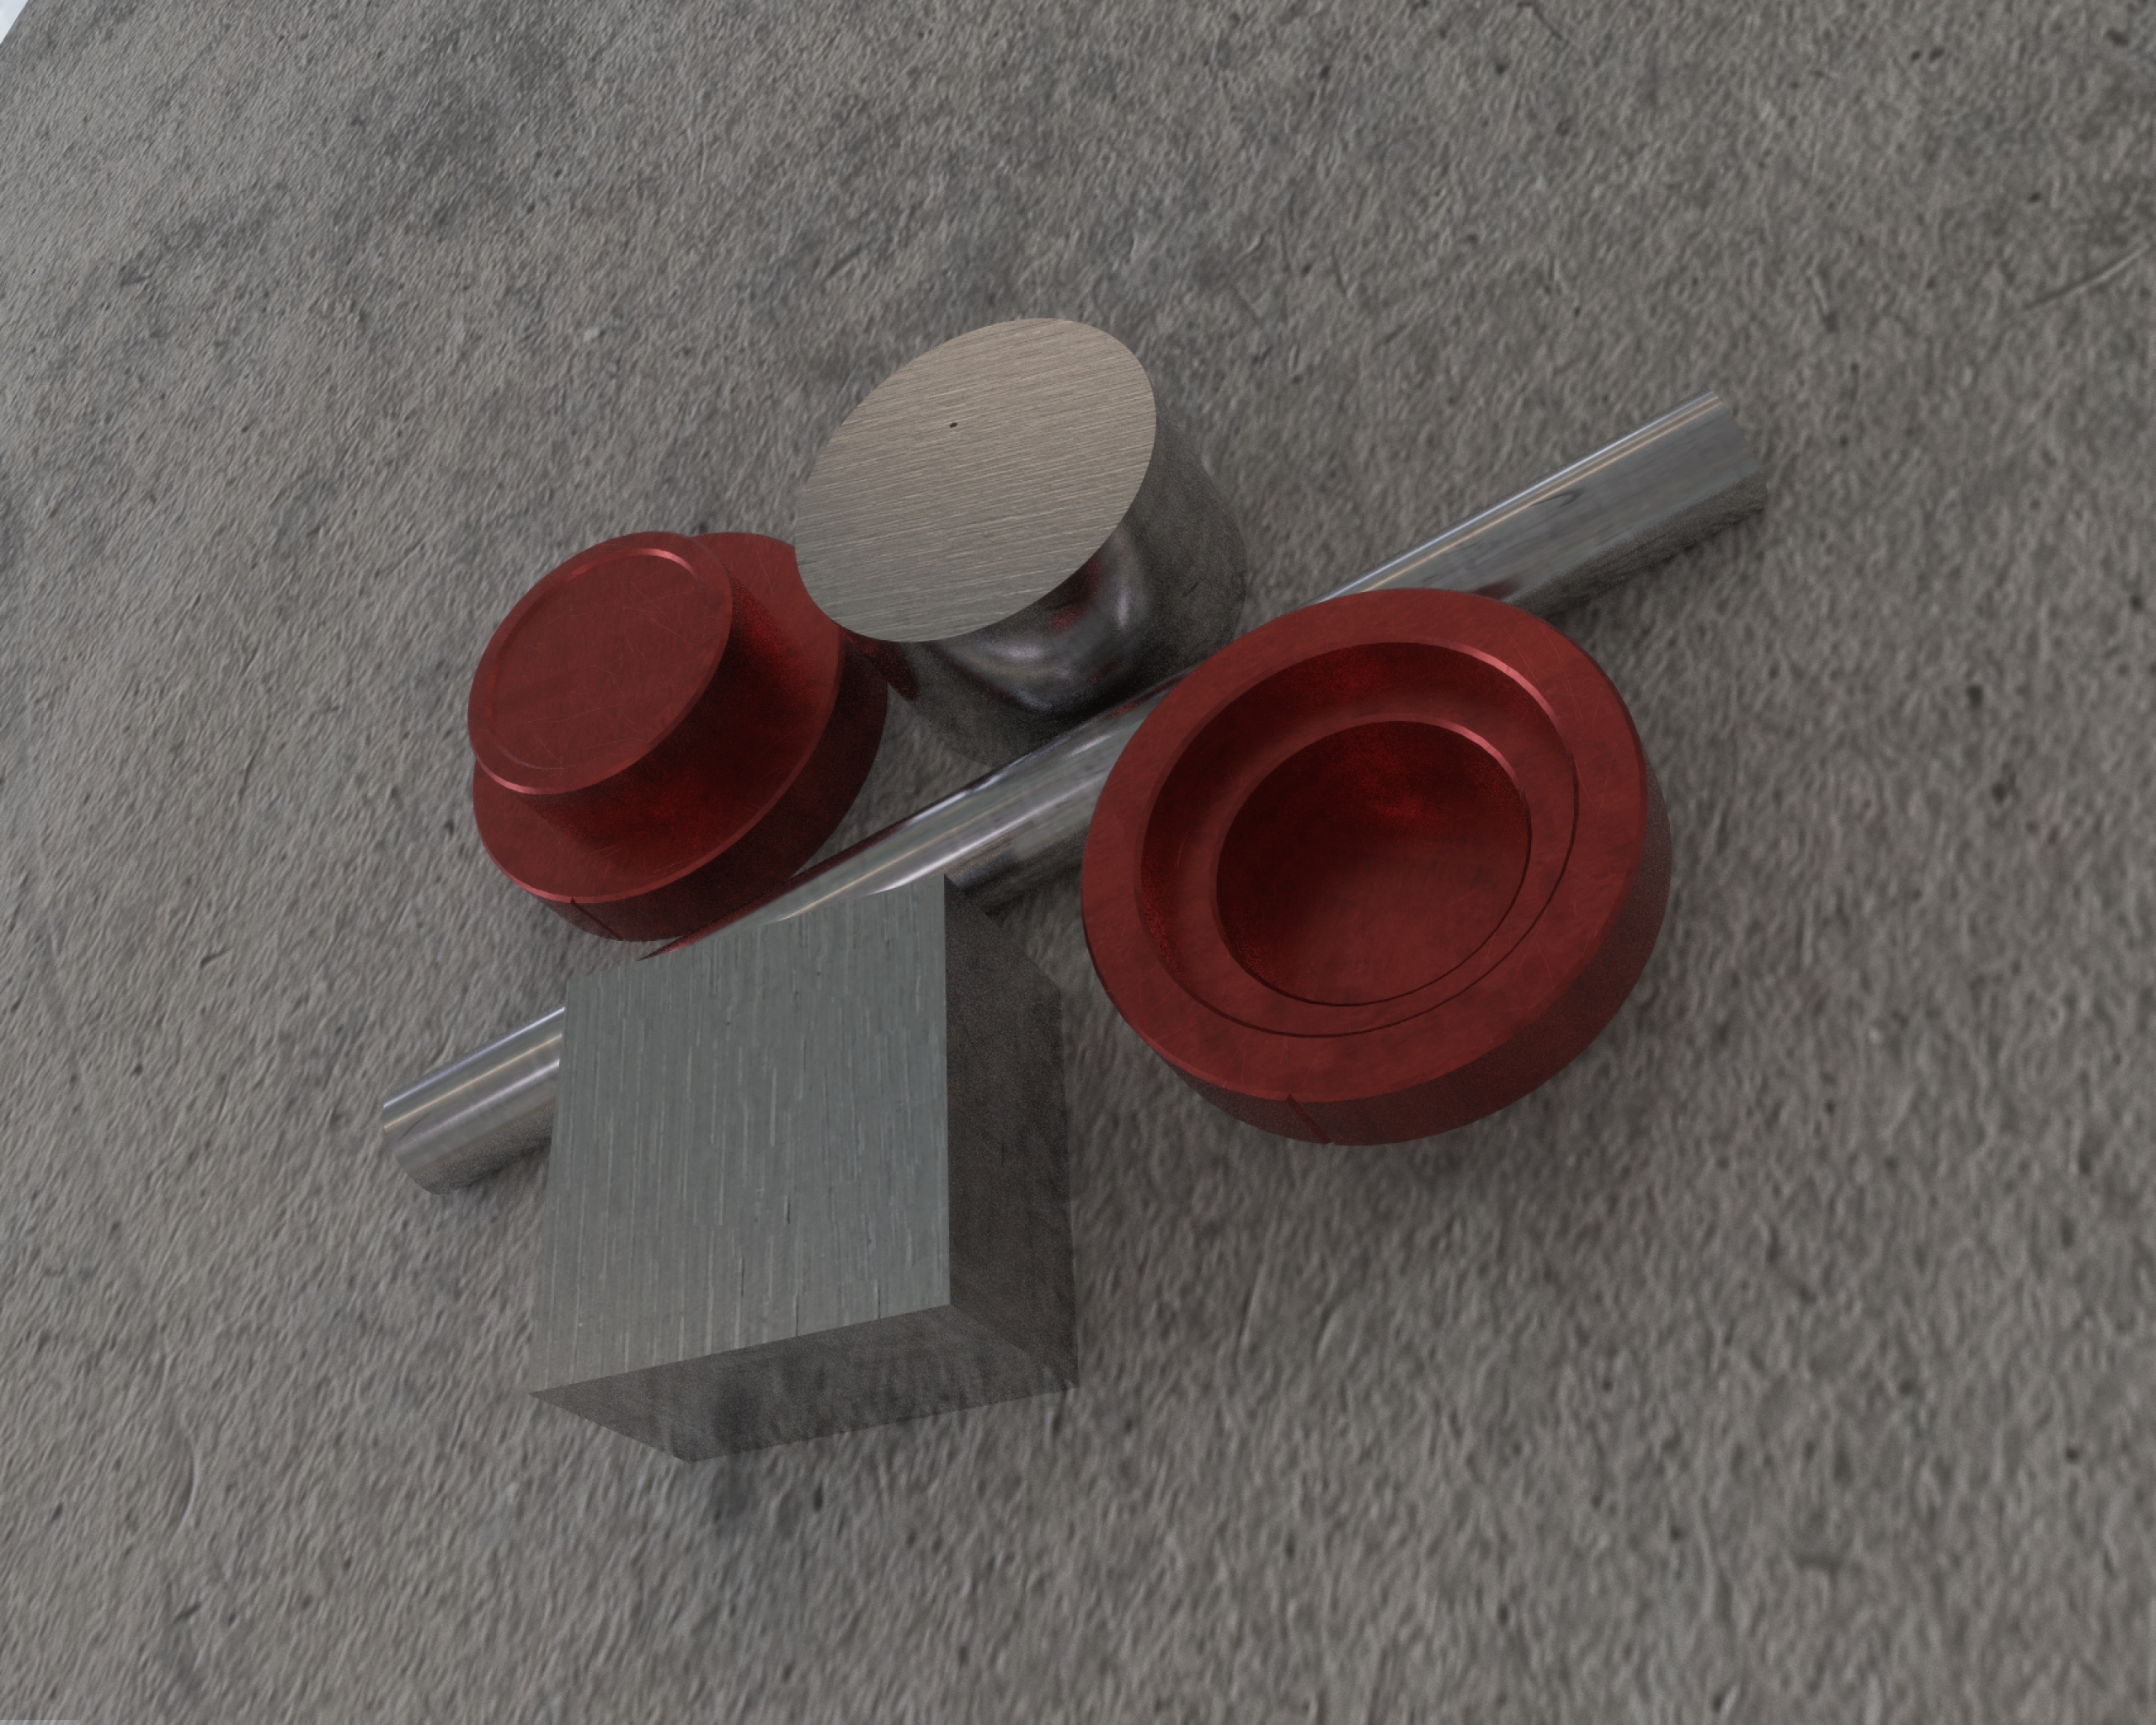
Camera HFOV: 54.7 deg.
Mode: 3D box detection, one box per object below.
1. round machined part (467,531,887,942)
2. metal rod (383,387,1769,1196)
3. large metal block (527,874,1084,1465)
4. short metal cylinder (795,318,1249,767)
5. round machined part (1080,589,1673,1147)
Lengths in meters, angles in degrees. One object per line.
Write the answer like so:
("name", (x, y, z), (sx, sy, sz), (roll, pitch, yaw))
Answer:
("round machined part", (-0.096, -0.035, 0.466), (0.098, 0.042, 0.098), (-13, 56, 21))
("metal rod", (-0.008, -0.009, 0.416), (0.300, 0.025, 0.025), (-28, 52, 10))
("large metal block", (-0.048, 0.057, 0.380), (0.080, 0.050, 0.080), (-16, 55, 19))
("short metal cylinder", (-0.011, -0.066, 0.435), (0.080, 0.050, 0.080), (-13, 56, 21))
("round machined part", (0.054, 0.004, 0.363), (0.098, 0.042, 0.098), (-13, 56, 21))
